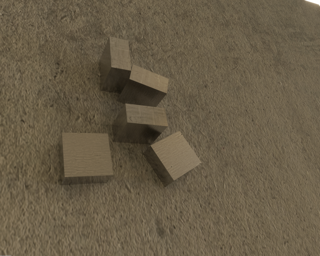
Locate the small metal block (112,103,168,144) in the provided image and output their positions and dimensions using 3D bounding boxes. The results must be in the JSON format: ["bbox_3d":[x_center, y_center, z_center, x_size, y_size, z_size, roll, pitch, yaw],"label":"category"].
[{"bbox_3d":[-0.025,-0.003,0.376,0.050,0.050,0.025,5,60,-26],"label":"small metal block"}]

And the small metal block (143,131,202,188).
[{"bbox_3d":[0.015,0.038,0.389,0.050,0.025,0.050,-26,76,-37],"label":"small metal block"}]

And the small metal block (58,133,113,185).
[{"bbox_3d":[-0.082,0.033,0.339,0.050,0.025,0.050,2,61,-27],"label":"small metal block"}]

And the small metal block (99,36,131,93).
[{"bbox_3d":[-0.060,-0.081,0.405,0.025,0.050,0.050,6,59,-25],"label":"small metal block"}]

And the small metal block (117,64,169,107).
[{"bbox_3d":[-0.023,-0.050,0.405,0.050,0.050,0.025,19,55,-17],"label":"small metal block"}]
